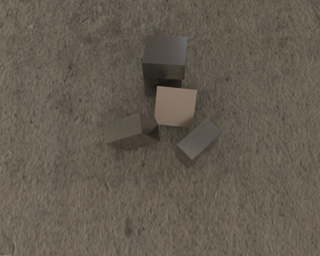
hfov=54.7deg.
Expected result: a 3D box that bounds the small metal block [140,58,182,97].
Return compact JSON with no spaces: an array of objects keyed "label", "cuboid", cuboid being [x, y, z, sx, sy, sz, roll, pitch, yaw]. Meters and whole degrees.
[{"label":"small metal block","cuboid":[0.002,-0.071,0.419,0.050,0.050,0.025,-9,57,-4]}]

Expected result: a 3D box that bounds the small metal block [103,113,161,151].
[{"label":"small metal block","cuboid":[-0.034,0.007,0.383,0.050,0.050,0.025,-17,69,20]}]

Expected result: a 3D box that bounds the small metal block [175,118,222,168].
[{"label":"small metal block","cuboid":[0.047,0.020,0.388,0.050,0.050,0.025,-41,76,-14]}]

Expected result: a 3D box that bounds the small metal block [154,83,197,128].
[{"label":"small metal block","cuboid":[0.020,-0.030,0.406,0.050,0.025,0.050,6,107,2]}]

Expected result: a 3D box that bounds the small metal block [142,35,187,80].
[{"label":"small metal block","cuboid":[0.007,-0.089,0.385,0.050,0.025,0.050,4,57,5]}]
